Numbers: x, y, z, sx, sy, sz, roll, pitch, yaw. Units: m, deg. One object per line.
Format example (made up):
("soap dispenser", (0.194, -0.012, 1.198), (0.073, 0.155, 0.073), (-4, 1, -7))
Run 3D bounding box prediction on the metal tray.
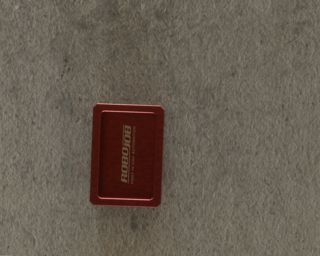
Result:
("metal tray", (-0.042, 0.035, 0.407), (0.090, 0.030, 0.129), (2, 90, 0))
